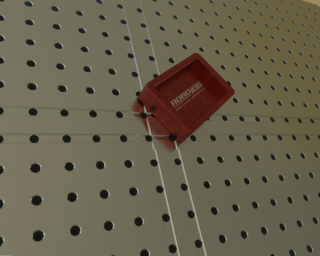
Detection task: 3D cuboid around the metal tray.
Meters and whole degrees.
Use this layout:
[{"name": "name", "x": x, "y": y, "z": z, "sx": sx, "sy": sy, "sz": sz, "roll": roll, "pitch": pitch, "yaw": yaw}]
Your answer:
[{"name": "metal tray", "x": 0.043, "y": -0.050, "z": 0.457, "sx": 0.090, "sy": 0.030, "sz": 0.131, "roll": 47, "pitch": 51, "yaw": 5}]
